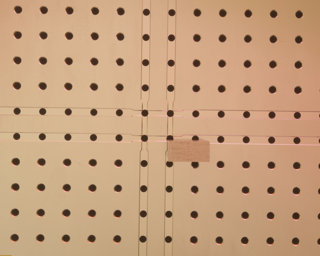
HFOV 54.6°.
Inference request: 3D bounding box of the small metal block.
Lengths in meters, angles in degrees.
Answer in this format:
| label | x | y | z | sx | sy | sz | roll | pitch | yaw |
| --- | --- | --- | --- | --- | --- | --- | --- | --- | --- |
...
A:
| label | x | y | z | sx | sy | sz | roll | pitch | yaw |
| --- | --- | --- | --- | --- | --- | --- | --- | --- | --- |
| small metal block | 0.035 | 0.028 | 0.401 | 0.050 | 0.050 | 0.025 | 0 | 90 | 0 |
